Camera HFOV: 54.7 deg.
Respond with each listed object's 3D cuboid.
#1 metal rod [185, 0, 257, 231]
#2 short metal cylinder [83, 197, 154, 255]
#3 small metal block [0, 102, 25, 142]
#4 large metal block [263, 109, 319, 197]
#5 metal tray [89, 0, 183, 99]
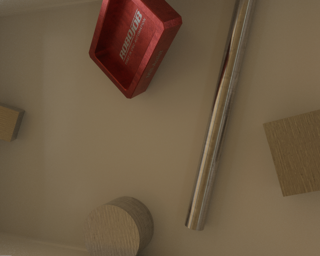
[{"bbox_3d":[0.075,-0.020,0.383,0.025,0.025,0.298,14,94,19],"label":"metal rod"},{"bbox_3d":[-0.054,0.137,0.415,0.080,0.050,0.079,0,90,19],"label":"short metal cylinder"},{"bbox_3d":[-0.248,-0.011,0.486,0.050,0.025,0.050,19,97,-7],"label":"small metal block"},{"bbox_3d":[0.165,0.024,0.339,0.080,0.050,0.080,-16,85,19],"label":"large metal block"},{"bbox_3d":[-0.037,-0.108,0.379,0.090,0.030,0.129,48,141,11],"label":"metal tray"}]
